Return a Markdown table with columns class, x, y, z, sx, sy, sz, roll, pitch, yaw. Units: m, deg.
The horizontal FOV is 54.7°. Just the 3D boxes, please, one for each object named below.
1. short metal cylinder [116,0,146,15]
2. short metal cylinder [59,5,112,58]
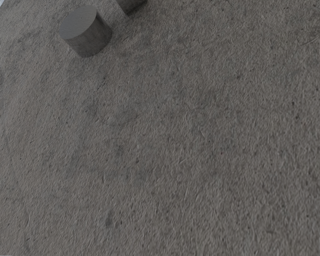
| class | x | y | z | sx | sy | sz | roll | pitch | yaw |
| --- | --- | --- | --- | --- | --- | --- | --- | --- | --- |
| short metal cylinder | -0.066 | -0.254 | 0.559 | 0.050 | 0.080 | 0.080 | -34 | 51 | 6 |
| short metal cylinder | -0.136 | -0.177 | 0.568 | 0.080 | 0.050 | 0.080 | -13 | 56 | 21 |
